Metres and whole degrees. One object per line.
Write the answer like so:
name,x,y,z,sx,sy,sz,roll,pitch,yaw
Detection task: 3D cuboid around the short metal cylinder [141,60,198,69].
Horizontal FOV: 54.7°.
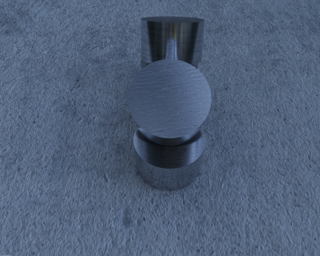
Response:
short metal cylinder,0.013,-0.076,0.453,0.080,0.050,0.080,0,50,0

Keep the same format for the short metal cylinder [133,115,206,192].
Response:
short metal cylinder,0.011,0.027,0.366,0.080,0.050,0.080,0,50,0

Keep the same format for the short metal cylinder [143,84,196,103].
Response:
short metal cylinder,0.012,-0.035,0.400,0.080,0.080,0.050,1,50,1

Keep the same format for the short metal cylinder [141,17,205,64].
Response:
short metal cylinder,0.016,-0.115,0.401,0.081,0.050,0.080,1,25,0

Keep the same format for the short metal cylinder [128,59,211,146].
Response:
short metal cylinder,0.010,-0.024,0.323,0.080,0.050,0.080,0,78,1
